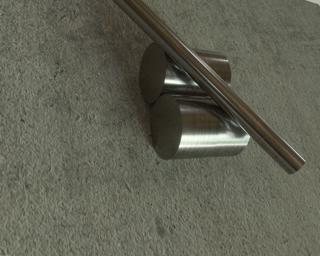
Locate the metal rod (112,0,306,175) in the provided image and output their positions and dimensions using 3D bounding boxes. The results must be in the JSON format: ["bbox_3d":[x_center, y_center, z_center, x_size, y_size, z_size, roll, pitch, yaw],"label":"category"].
[{"bbox_3d":[0.054,-0.061,0.368,0.300,0.025,0.025,45,51,3],"label":"metal rod"}]

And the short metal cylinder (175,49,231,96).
[{"bbox_3d":[0.056,-0.072,0.444,0.050,0.080,0.080,1,62,-28],"label":"short metal cylinder"}]

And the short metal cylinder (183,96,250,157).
[{"bbox_3d":[0.073,-0.001,0.410,0.050,0.080,0.080,1,62,-28],"label":"short metal cylinder"}]

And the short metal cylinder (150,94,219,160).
[{"bbox_3d":[0.028,-0.001,0.386,0.050,0.080,0.080,1,62,-28],"label":"short metal cylinder"}]

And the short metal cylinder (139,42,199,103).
[{"bbox_3d":[0.011,-0.072,0.420,0.050,0.080,0.080,1,62,-28],"label":"short metal cylinder"}]
